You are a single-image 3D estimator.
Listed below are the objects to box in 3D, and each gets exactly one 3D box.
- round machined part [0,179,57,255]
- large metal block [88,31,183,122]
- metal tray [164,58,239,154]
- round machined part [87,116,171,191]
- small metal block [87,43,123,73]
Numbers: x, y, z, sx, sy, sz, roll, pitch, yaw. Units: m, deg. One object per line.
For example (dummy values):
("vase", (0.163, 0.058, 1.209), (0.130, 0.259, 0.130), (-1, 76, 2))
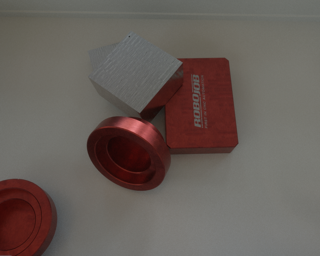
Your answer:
("round machined part", (-0.167, 0.111, 0.354), (0.099, 0.042, 0.098), (0, 64, 0))
("large metal block", (-0.027, -0.061, 0.389), (0.080, 0.050, 0.080), (35, 77, 16))
("metal tray", (0.051, -0.031, 0.419), (0.091, 0.030, 0.130), (-1, 70, -1))
("round machined part", (-0.033, 0.025, 0.368), (0.098, 0.097, 0.042), (23, 43, 7))
("small metal block", (-0.070, -0.089, 0.442), (0.050, 0.025, 0.050), (-17, 71, -7))
